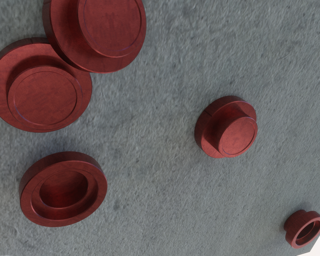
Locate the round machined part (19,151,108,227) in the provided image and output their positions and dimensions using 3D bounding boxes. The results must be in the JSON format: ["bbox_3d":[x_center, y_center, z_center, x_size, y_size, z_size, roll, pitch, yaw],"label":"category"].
[{"bbox_3d":[-0.117,0.069,0.375,0.099,0.042,0.097,-14,125,-21],"label":"round machined part"}]

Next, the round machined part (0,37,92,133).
[{"bbox_3d":[-0.116,-0.037,0.310,0.099,0.042,0.097,-14,125,-21],"label":"round machined part"}]

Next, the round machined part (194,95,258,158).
[{"bbox_3d":[0.104,0.005,0.458,0.099,0.042,0.097,-14,125,-21],"label":"round machined part"}]

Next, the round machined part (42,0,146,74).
[{"bbox_3d":[-0.052,-0.100,0.287,0.099,0.042,0.097,-10,106,-36],"label":"round machined part"}]

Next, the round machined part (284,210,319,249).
[{"bbox_3d":[0.331,0.230,0.724,0.099,0.042,0.097,-14,125,-21],"label":"round machined part"}]
